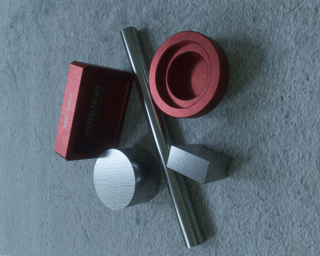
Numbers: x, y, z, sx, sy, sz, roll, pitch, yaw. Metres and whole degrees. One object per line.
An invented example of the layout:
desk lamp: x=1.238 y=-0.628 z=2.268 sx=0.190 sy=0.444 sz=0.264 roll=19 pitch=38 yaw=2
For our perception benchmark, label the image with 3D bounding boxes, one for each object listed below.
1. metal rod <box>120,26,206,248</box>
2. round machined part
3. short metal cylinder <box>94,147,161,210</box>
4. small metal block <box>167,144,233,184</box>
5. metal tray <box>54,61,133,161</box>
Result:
metal rod: x=-0.001 y=0.001 z=0.406 sx=0.025 sy=0.025 sz=0.299 roll=-28 pitch=73 yaw=36
round machined part: x=0.037 y=-0.060 z=0.363 sx=0.098 sy=0.042 sz=0.097 roll=0 pitch=90 yaw=39
short metal cylinder: x=-0.045 y=0.067 z=0.425 sx=0.080 sy=0.050 sz=0.079 roll=0 pitch=90 yaw=39
small metal block: x=0.045 y=0.038 z=0.348 sx=0.050 sy=0.050 sz=0.025 roll=21 pitch=104 yaw=37
metal tray: x=-0.091 y=-0.022 z=0.437 sx=0.030 sy=0.091 sz=0.129 roll=23 pitch=105 yaw=37
